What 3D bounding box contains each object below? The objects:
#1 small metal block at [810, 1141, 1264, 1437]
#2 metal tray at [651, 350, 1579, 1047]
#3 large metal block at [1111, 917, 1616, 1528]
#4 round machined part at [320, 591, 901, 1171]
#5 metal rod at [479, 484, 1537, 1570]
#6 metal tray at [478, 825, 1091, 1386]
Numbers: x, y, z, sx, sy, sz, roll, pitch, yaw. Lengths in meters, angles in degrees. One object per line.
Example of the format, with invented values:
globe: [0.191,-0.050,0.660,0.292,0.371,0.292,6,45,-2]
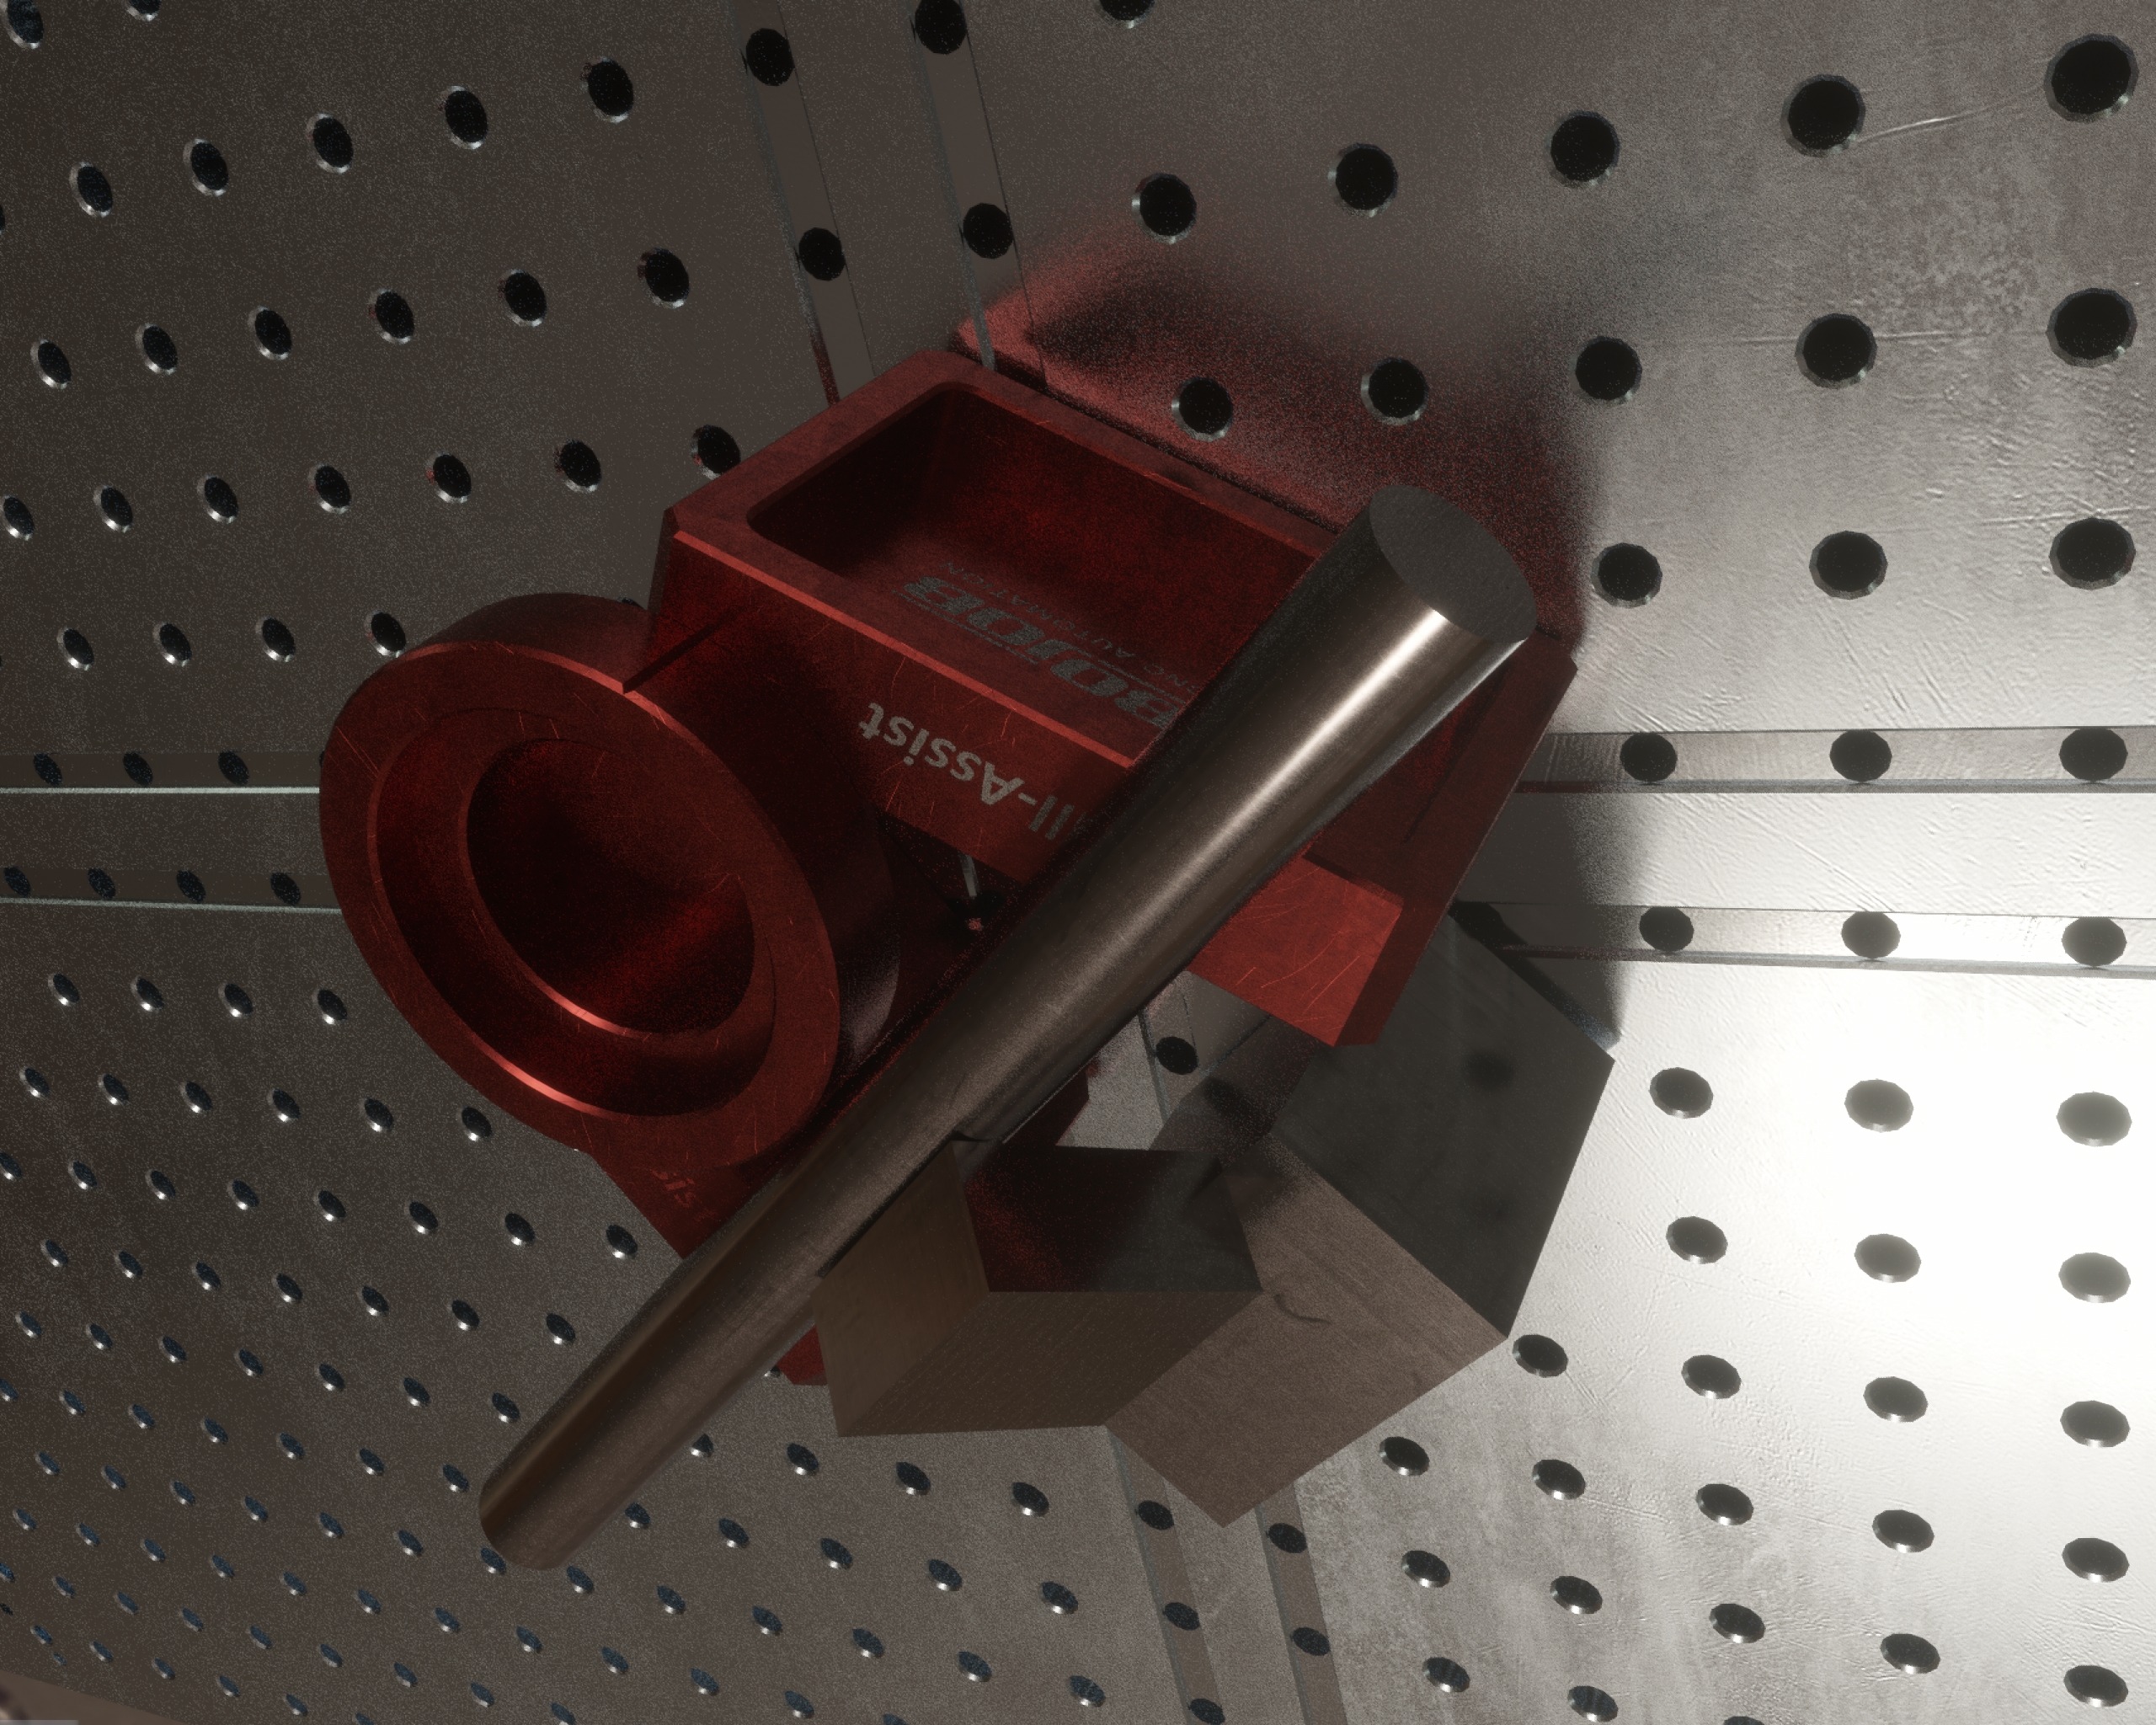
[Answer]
small metal block: [-0.008,0.069,0.335,0.050,0.050,0.025,-50,45,39]
metal tray: [0.008,-0.033,0.343,0.130,0.090,0.030,28,129,10]
large metal block: [0.045,0.063,0.386,0.050,0.080,0.080,41,129,-1]
round machined part: [-0.072,0.000,0.347,0.098,0.042,0.097,13,124,20]
metal rod: [-0.034,0.050,0.341,0.025,0.025,0.298,42,129,-1]
metal tray: [-0.064,0.027,0.417,0.030,0.090,0.130,-33,101,38]
